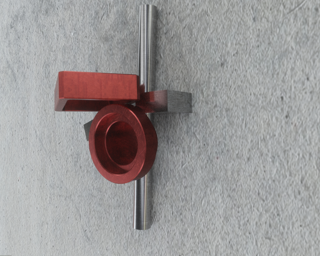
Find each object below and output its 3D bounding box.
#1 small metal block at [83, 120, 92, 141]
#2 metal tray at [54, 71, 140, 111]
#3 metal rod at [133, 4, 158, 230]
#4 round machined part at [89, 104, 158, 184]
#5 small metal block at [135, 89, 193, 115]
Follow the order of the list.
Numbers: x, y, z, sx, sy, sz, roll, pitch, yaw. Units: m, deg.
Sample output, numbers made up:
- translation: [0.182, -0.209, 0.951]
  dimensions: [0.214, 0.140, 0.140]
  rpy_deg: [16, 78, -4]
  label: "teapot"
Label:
- translation: [-0.073, -0.001, 0.448]
  dimensions: [0.050, 0.050, 0.025]
  rpy_deg: [-24, 75, 37]
  label: "small metal block"
- translation: [-0.087, -0.043, 0.404]
  dimensions: [0.130, 0.091, 0.030]
  rpy_deg: [170, 98, -69]
  label: "metal tray"
- translation: [-0.020, -0.013, 0.421]
  dimensions: [0.025, 0.025, 0.298]
  rpy_deg: [3, 92, 39]
  label: "metal rod"
- translation: [-0.042, 0.018, 0.392]
  dimensions: [0.098, 0.042, 0.097]
  rpy_deg: [3, 95, 37]
  label: "round machined part"
- translation: [0.005, -0.031, 0.384]
  dimensions: [0.050, 0.050, 0.025]
  rpy_deg: [-2, 89, 39]
  label: "small metal block"
